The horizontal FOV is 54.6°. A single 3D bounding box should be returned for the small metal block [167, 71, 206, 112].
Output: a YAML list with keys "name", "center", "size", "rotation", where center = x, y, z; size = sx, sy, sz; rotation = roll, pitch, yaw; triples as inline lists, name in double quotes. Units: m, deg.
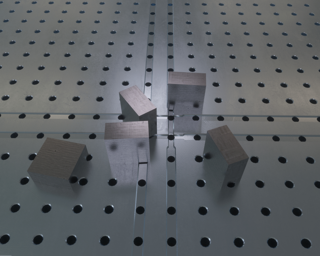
- name: "small metal block"
  center: [0.037, -0.051, 0.434]
  size: [0.050, 0.050, 0.025]
  rotation: [4, 50, 3]

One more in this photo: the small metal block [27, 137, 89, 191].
- name: "small metal block"
  center: [-0.120, 0.042, 0.372]
  size: [0.050, 0.025, 0.050]
  rotation: [10, 51, 8]

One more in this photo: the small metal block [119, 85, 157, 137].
- name: "small metal block"
  center: [-0.028, -0.020, 0.408]
  size: [0.025, 0.050, 0.050]
  rotation: [-27, 55, -21]

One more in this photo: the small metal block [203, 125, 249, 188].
- name: "small metal block"
  center: [0.075, 0.033, 0.364]
  size: [0.025, 0.050, 0.050]
  rotation: [-17, 52, -13]

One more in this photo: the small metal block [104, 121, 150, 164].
- name: "small metal block"
  center: [-0.038, 0.018, 0.376]
  size: [0.050, 0.050, 0.025]
  rotation: [-3, 50, -2]
